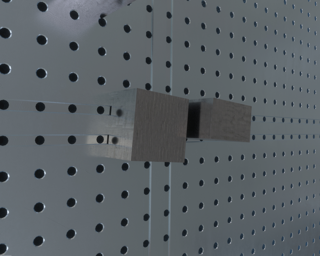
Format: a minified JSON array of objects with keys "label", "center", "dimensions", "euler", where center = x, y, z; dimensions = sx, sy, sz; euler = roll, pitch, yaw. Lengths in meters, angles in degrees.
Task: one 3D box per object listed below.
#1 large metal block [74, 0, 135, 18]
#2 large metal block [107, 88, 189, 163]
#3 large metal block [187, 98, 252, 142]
[{"label":"large metal block","center":[-0.051,-0.175,0.329],"dimensions":[0.050,0.080,0.080],"euler":[25,74,-37]},{"label":"large metal block","center":[-0.013,-0.001,0.381],"dimensions":[0.081,0.050,0.080],"euler":[7,86,-40]},{"label":"large metal block","center":[0.068,-0.009,0.429],"dimensions":[0.081,0.080,0.050],"euler":[6,86,-40]}]
